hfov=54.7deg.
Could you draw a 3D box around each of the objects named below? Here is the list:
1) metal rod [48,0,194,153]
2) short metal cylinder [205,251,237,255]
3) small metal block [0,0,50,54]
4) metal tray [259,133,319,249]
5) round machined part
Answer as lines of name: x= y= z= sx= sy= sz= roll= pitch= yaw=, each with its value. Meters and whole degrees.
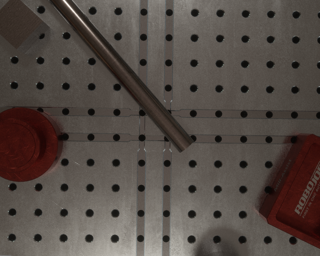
metal rod: x=-0.062 y=-0.088 z=0.412 sx=0.025 sy=0.025 sz=0.300 roll=-41 pitch=91 yaw=0
short metal cylinder: x=0.084 y=0.210 z=0.402 sx=0.081 sy=0.050 sz=0.079 roll=0 pitch=90 yaw=-1
small metal block: x=-0.186 y=-0.136 z=0.411 sx=0.050 sy=0.025 sz=0.050 roll=43 pitch=90 yaw=-1
metal tray: x=0.204 y=0.083 z=0.413 sx=0.090 sy=0.030 sz=0.130 roll=26 pitch=90 yaw=-1
round machined part: x=-0.183 y=0.022 z=0.403 sx=0.099 sy=0.042 sz=0.097 roll=0 pitch=90 yaw=-1
